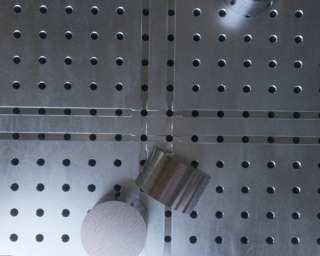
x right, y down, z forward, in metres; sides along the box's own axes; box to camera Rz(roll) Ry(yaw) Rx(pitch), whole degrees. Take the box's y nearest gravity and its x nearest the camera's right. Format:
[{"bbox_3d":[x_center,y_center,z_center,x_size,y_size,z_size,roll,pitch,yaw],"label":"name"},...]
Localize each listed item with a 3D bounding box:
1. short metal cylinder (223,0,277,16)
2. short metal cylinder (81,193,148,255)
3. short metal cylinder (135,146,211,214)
[{"bbox_3d":[0.123,-0.194,0.401,0.081,0.050,0.080,0,90,0],"label":"short metal cylinder"},{"bbox_3d":[-0.056,0.128,0.400,0.081,0.050,0.079,0,90,0],"label":"short metal cylinder"},{"bbox_3d":[0.016,0.063,0.386,0.080,0.080,0.050,29,90,0],"label":"short metal cylinder"}]
